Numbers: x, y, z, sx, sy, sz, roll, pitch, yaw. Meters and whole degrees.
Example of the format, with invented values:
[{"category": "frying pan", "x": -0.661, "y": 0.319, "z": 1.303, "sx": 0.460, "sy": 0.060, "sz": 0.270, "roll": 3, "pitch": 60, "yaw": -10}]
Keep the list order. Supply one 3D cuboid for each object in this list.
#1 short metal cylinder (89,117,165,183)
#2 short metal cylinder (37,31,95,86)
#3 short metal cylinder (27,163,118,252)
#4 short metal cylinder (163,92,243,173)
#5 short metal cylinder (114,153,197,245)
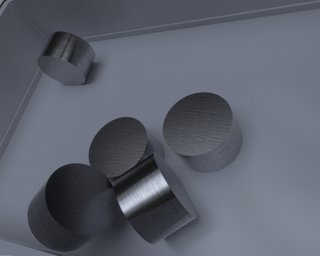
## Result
[{"category": "short metal cylinder", "x": -0.041, "y": 0.033, "z": 0.390, "sx": 0.080, "sy": 0.050, "sz": 0.080, "roll": -13, "pitch": 56, "yaw": 20}, {"category": "short metal cylinder", "x": -0.156, "y": -0.115, "z": 0.520, "sx": 0.080, "sy": 0.080, "sz": 0.050, "roll": 2, "pitch": 63, "yaw": 29}, {"category": "short metal cylinder", "x": -0.094, "y": 0.085, "z": 0.336, "sx": 0.050, "sy": 0.081, "sz": 0.080, "roll": -44, "pitch": 44, "yaw": 36}, {"category": "short metal cylinder", "x": 0.050, "y": 0.006, "z": 0.359, "sx": 0.080, "sy": 0.050, "sz": 0.080, "roll": -13, "pitch": 56, "yaw": 20}, {"category": "short metal cylinder", "x": -0.004, "y": 0.073, "z": 0.327, "sx": 0.050, "sy": 0.080, "sz": 0.080, "roll": -35, "pitch": 52, "yaw": 5}]
